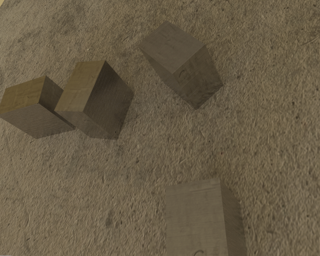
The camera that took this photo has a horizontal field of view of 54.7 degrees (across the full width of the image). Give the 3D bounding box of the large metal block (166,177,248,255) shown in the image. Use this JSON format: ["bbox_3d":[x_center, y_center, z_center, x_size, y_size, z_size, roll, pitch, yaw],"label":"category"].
[{"bbox_3d":[0.045,0.100,0.283,0.050,0.080,0.080,-14,56,21],"label":"large metal block"}]

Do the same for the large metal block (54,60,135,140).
[{"bbox_3d":[-0.089,-0.038,0.438,0.050,0.080,0.080,4,64,30],"label":"large metal block"}]

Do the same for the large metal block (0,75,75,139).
[{"bbox_3d":[-0.187,-0.029,0.485,0.080,0.080,0.050,-12,57,21],"label":"large metal block"}]

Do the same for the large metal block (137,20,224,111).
[{"bbox_3d":[0.028,-0.081,0.404,0.050,0.080,0.080,-43,51,-1],"label":"large metal block"}]
